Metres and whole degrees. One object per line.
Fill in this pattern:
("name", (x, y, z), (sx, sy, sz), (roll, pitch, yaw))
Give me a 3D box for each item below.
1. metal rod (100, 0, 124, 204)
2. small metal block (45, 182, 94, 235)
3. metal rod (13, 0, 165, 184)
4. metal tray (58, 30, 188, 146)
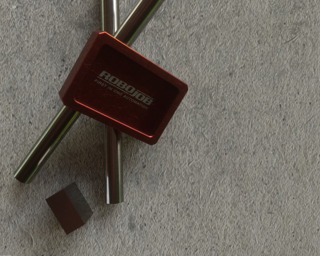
("metal rod", (-0.064, -0.052, 0.409), (0.025, 0.025, 0.298), (-1, 90, -1))
("small metal block", (-0.114, 0.101, 0.396), (0.025, 0.050, 0.050), (-31, 90, 0))
("metal rod", (-0.089, -0.051, 0.388), (0.025, 0.025, 0.299), (38, 98, -1))
("metal tray", (-0.040, -0.044, 0.372), (0.131, 0.030, 0.090), (27, 96, -31))
